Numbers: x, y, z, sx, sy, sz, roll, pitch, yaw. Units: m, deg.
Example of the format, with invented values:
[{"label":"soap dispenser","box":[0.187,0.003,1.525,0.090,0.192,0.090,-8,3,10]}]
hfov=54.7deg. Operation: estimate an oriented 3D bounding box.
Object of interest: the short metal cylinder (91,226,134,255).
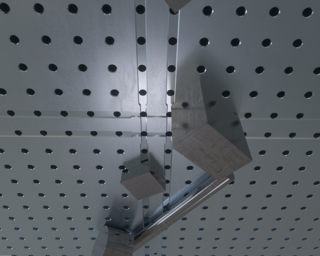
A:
[{"label":"short metal cylinder","box":[-0.088,0.226,0.567,0.050,0.080,0.080,23,126,-19]}]

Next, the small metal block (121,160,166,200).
[{"label":"small metal block","box":[-0.025,0.082,0.481,0.050,0.025,0.050,-23,127,18]}]

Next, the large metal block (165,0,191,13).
[{"label":"large metal block","box":[0.006,-0.152,0.246,0.050,0.080,0.080,-32,123,24]}]

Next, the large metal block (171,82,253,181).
[{"label":"large metal block","box":[0.061,0.004,0.380,0.080,0.080,0.050,37,121,-27]}]

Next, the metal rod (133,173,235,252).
[{"label":"metal rod","box":[0.015,0.160,0.547,0.025,0.025,0.299,30,124,-23]}]
